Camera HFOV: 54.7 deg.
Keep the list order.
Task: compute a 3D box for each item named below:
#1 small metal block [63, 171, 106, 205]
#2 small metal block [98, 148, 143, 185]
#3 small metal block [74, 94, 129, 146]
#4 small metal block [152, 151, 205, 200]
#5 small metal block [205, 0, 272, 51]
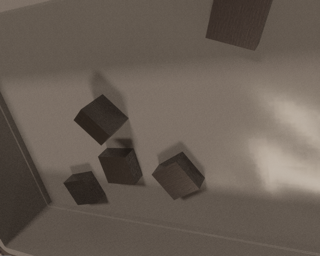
[{"bbox_3d":[-0.132,0.106,0.541,0.050,0.025,0.050,-14,111,33],"label":"small metal block"},{"bbox_3d":[-0.060,0.058,0.475,0.050,0.025,0.050,-1,118,28],"label":"small metal block"},{"bbox_3d":[-0.080,-0.012,0.425,0.050,0.050,0.025,43,129,-2],"label":"small metal block"},{"bbox_3d":[0.026,0.068,0.436,0.050,0.025,0.050,-34,100,38],"label":"small metal block"},{"bbox_3d":[0.077,-0.109,0.300,0.050,0.025,0.050,20,126,16],"label":"small metal block"}]
